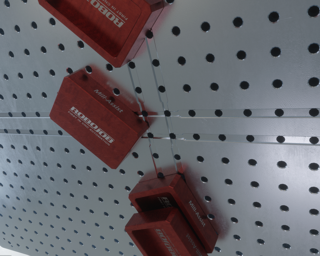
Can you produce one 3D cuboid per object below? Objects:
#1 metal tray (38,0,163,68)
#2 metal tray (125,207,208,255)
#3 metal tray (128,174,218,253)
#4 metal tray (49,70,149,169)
[{"bbox_3d":[-0.072,-0.144,0.357,0.130,0.030,0.090,40,129,1],"label":"metal tray"},{"bbox_3d":[0.016,0.185,0.474,0.090,0.030,0.130,-21,107,36],"label":"metal tray"},{"bbox_3d":[0.021,0.139,0.483,0.090,0.030,0.130,-20,108,36],"label":"metal tray"},{"bbox_3d":[-0.092,-0.010,0.451,0.130,0.030,0.090,39,129,1],"label":"metal tray"}]
